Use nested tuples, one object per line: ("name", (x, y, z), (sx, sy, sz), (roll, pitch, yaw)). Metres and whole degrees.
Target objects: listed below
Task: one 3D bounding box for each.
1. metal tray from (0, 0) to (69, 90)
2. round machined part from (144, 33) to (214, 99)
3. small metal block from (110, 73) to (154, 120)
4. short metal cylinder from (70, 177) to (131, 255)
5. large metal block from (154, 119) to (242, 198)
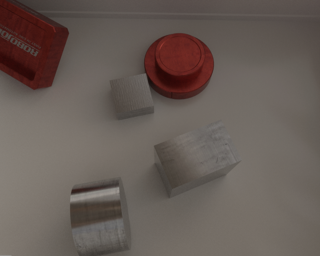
("metal tray", (-0.197, -0.121, 0.422), (0.130, 0.030, 0.089), (30, 111, 10))
("round machined part", (0.027, -0.093, 0.435), (0.099, 0.042, 0.098), (0, 70, -1))
("small metal block", (-0.038, -0.043, 0.425), (0.050, 0.025, 0.050), (-12, 71, -5))
("short metal cylinder", (-0.063, 0.098, 0.344), (0.050, 0.080, 0.080), (-9, 71, -4))
("large metal block", (0.040, 0.040, 0.366), (0.080, 0.080, 0.050), (-21, 72, -8))
